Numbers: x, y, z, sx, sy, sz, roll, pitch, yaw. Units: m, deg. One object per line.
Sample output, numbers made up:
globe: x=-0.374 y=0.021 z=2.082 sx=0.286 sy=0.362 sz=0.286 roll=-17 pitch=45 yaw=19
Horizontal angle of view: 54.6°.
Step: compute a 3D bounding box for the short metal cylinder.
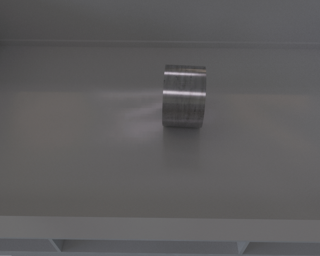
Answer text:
short metal cylinder: x=0.031 y=-0.041 z=0.404 sx=0.050 sy=0.080 sz=0.080 roll=3 pitch=50 yaw=3
